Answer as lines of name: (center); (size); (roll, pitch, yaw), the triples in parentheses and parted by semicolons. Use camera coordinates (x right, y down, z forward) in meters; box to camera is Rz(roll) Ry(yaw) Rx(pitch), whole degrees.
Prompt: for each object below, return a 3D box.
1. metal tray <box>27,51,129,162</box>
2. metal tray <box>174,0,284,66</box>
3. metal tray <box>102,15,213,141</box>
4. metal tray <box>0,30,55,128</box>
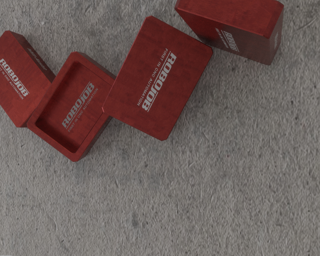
metal tray: (-0.114, -0.029, 0.435); (0.090, 0.030, 0.130); (37, 102, 2)
metal tray: (0.078, -0.106, 0.325); (0.090, 0.130, 0.030); (25, 99, 18)
metal tray: (-0.004, -0.060, 0.390); (0.090, 0.030, 0.129); (27, 99, -6)
metal tray: (-0.219, -0.075, 0.484); (0.090, 0.030, 0.130); (-44, 76, 14)
